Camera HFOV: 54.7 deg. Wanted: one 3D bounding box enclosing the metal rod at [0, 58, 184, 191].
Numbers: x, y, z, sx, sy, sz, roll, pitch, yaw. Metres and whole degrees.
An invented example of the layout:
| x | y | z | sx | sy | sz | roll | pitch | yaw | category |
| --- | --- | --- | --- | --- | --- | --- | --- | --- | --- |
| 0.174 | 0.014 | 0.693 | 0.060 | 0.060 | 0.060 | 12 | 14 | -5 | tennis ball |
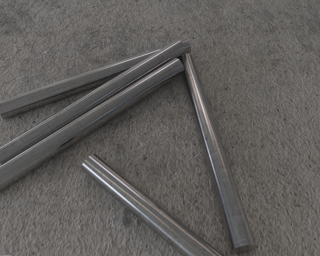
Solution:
| x | y | z | sx | sy | sz | roll | pitch | yaw | category |
| --- | --- | --- | --- | --- | --- | --- | --- | --- | --- |
| -0.085 | -0.013 | 0.405 | 0.302 | 0.025 | 0.025 | -36 | 59 | -24 | metal rod |

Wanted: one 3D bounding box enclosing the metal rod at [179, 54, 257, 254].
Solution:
| x | y | z | sx | sy | sz | roll | pitch | yaw | category |
| --- | --- | --- | --- | --- | --- | --- | --- | --- | --- |
| 0.062 | 0.005 | 0.398 | 0.025 | 0.025 | 0.300 | -6 | 50 | -5 | metal rod |

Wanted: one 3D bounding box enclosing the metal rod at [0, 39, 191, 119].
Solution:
| x | y | z | sx | sy | sz | roll | pitch | yaw | category |
| --- | --- | --- | --- | --- | --- | --- | --- | --- | --- |
| -0.087 | -0.080 | 0.469 | 0.302 | 0.025 | 0.025 | -23 | 54 | -19 | metal rod |

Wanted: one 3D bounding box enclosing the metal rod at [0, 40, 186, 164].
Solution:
| x | y | z | sx | sy | sz | roll | pitch | yaw | category |
| --- | --- | --- | --- | --- | --- | --- | --- | --- | --- |
| -0.080 | -0.044 | 0.428 | 0.302 | 0.025 | 0.025 | -36 | 59 | -23 | metal rod |

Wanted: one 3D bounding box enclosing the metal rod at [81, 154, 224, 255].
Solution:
| x | y | z | sx | sy | sz | roll | pitch | yaw | category |
| --- | --- | --- | --- | --- | --- | --- | --- | --- | --- |
| 0.031 | 0.116 | 0.305 | 0.300 | 0.025 | 0.025 | 33 | 58 | 25 | metal rod |
